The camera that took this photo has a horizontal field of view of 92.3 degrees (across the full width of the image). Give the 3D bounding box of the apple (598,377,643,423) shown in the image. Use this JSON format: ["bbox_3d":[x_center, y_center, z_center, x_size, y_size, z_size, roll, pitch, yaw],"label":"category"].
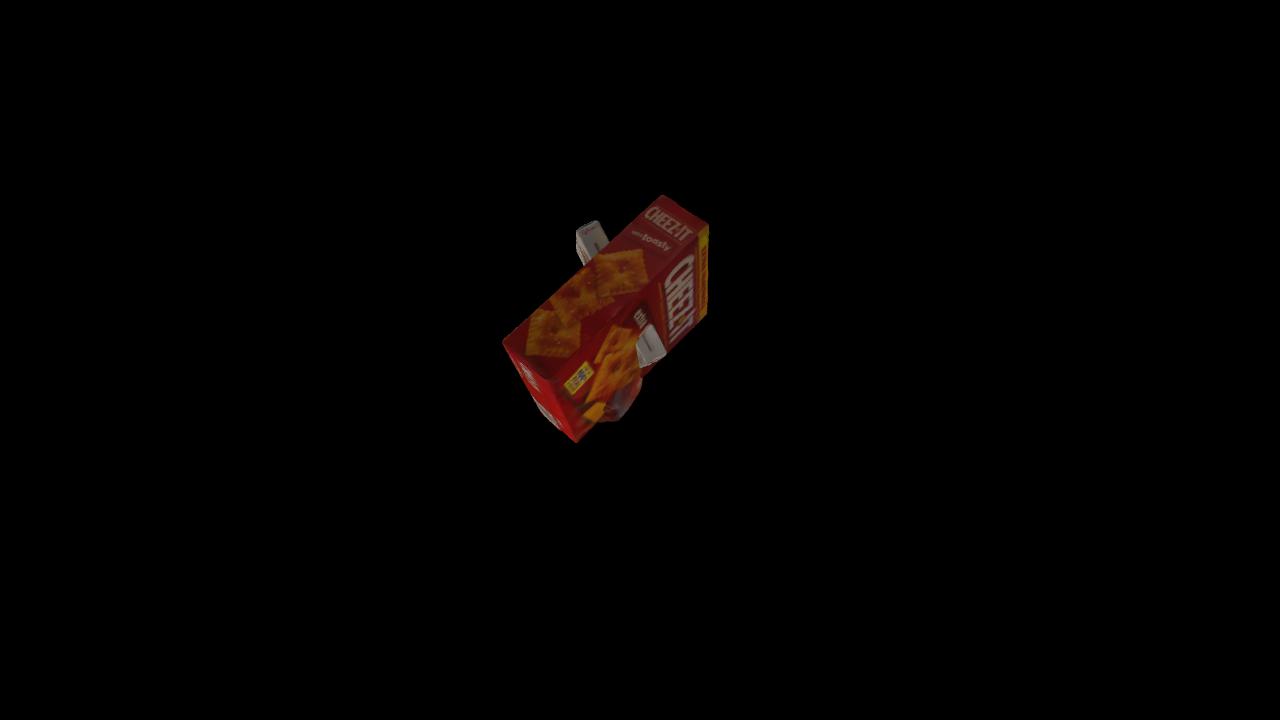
[{"bbox_3d":[-0.037,0.023,0.690,0.079,0.093,0.079,10,-39,8],"label":"apple"}]

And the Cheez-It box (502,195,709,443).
[{"bbox_3d":[-0.022,-0.036,0.636,0.071,0.223,0.166,38,-19,21],"label":"Cheez-It box"}]

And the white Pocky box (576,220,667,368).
[{"bbox_3d":[-0.022,-0.065,0.650,0.028,0.154,0.084,-27,-1,-8],"label":"white Pocky box"}]
